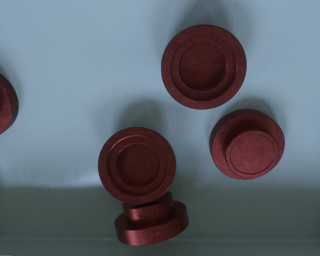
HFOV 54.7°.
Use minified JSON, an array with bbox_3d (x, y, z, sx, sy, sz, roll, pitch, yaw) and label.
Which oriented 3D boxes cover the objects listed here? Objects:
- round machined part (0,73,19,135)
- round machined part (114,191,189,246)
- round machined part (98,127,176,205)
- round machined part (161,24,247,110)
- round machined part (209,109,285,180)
[{"bbox_3d":[-0.237,-0.028,0.390,0.099,0.042,0.097,0,110,0],"label":"round machined part"},{"bbox_3d":[-0.013,0.115,0.417,0.098,0.098,0.042,-11,94,4],"label":"round machined part"},{"bbox_3d":[-0.028,0.048,0.408,0.099,0.042,0.097,0,89,5],"label":"round machined part"},{"bbox_3d":[0.050,-0.075,0.375,0.099,0.042,0.097,0,110,0],"label":"round machined part"},{"bbox_3d":[0.118,0.027,0.413,0.099,0.042,0.097,0,110,0],"label":"round machined part"}]
